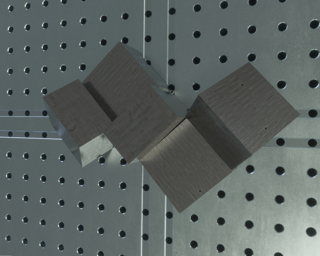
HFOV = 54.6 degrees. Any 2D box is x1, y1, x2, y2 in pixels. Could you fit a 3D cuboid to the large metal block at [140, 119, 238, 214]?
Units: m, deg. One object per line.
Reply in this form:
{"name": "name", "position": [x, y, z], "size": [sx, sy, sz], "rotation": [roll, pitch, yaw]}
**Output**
{"name": "large metal block", "position": [0.036, 0.045, 0.386], "size": [0.080, 0.050, 0.080], "rotation": [-43, 75, 15]}

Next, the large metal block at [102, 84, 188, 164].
{"name": "large metal block", "position": [-0.011, -0.004, 0.387], "size": [0.080, 0.080, 0.050], "rotation": [-44, 78, 15]}

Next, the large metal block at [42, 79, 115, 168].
{"name": "large metal block", "position": [-0.106, -0.004, 0.414], "size": [0.050, 0.080, 0.080], "rotation": [-34, 76, -23]}

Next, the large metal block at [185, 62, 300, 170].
{"name": "large metal block", "position": [0.090, -0.014, 0.345], "size": [0.080, 0.050, 0.080], "rotation": [-34, 76, -24]}

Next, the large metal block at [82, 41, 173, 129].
{"name": "large metal block", "position": [-0.045, -0.054, 0.415], "size": [0.080, 0.050, 0.080], "rotation": [-44, 77, 16]}
